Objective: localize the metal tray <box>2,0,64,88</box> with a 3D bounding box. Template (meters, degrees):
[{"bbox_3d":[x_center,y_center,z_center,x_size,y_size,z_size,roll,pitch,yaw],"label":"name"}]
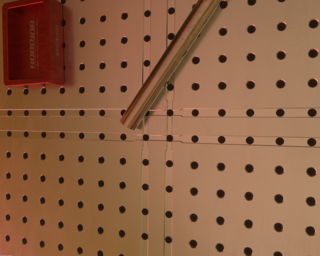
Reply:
[{"bbox_3d":[-0.196,-0.130,0.479,0.090,0.030,0.129,-2,89,19],"label":"metal tray"}]

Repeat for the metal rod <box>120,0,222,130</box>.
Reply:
[{"bbox_3d":[0.038,-0.125,0.398,0.025,0.025,0.299,38,102,16],"label":"metal rod"}]
